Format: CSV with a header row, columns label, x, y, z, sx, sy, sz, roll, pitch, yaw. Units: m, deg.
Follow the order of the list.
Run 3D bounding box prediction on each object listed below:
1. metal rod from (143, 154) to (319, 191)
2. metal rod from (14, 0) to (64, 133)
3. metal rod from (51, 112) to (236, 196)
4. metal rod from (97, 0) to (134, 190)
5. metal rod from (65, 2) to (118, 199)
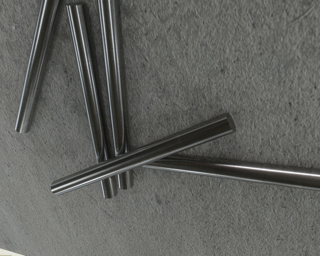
label,x,y,z,sx,sy,sz,roll,pitch,yaw
metal rod,0.114,0.054,0.379,0.301,0.025,0.025,4,120,26
metal rod,-0.171,-0.097,0.437,0.025,0.025,0.298,37,129,4
metal rod,-0.041,0.045,0.427,0.300,0.025,0.025,-23,106,27
metal rod,-0.056,-0.038,0.412,0.025,0.025,0.298,13,124,21
metal rod,-0.091,-0.019,0.443,0.025,0.025,0.298,10,123,22
